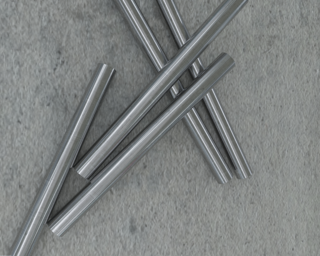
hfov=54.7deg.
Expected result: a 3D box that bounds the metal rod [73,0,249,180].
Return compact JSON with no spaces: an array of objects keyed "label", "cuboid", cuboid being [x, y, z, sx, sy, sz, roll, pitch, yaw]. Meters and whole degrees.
[{"label":"metal rod","cuboid":[0.004,-0.057,0.386,0.025,0.025,0.300,43,86,-16]}]

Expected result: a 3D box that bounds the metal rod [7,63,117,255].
[{"label":"metal rod","cuboid":[-0.123,0.061,0.363,0.025,0.025,0.299,26,81,-19]}]

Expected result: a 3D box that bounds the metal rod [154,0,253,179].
[{"label":"metal rod","cuboid":[0.059,-0.063,0.431,0.025,0.025,0.299,-30,100,-18]}]

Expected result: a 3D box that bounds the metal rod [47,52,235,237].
[{"label":"metal rod","cuboid":[-0.017,0.015,0.385,0.300,0.025,0.025,-44,105,-8]}]

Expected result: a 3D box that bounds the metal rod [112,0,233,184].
[{"label":"metal rod","cuboid":[0.019,-0.053,0.416,0.025,0.025,0.299,-34,101,-17]}]
